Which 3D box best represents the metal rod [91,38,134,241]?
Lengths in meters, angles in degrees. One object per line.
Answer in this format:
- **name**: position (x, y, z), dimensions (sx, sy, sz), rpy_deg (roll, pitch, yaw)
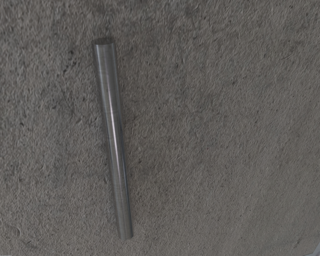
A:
- **metal rod**: position (-0.055, 0.037, 0.398), dimensions (0.025, 0.025, 0.298), rpy_deg (-15, 125, -20)
